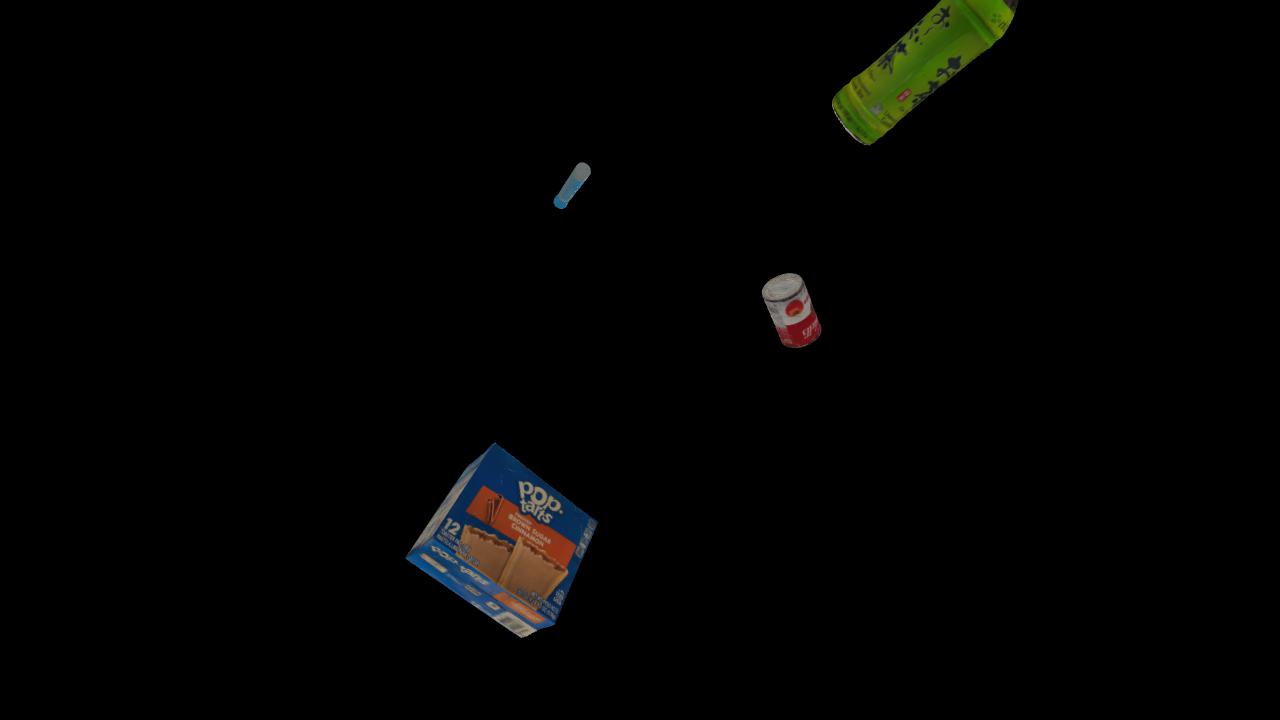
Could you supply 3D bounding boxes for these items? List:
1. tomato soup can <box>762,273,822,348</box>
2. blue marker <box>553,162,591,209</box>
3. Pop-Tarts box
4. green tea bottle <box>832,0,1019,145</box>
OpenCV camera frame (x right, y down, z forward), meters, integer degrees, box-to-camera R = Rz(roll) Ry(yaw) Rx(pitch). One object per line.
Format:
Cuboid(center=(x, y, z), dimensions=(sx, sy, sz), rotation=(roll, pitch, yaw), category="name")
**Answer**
Cuboid(center=(0.238, -0.078, 0.966), dimensions=(0.068, 0.101, 0.068), rotation=(-21, 35, 16), category="tomato soup can")
Cuboid(center=(-0.088, -0.217, 0.774), dimensions=(0.020, 0.020, 0.121), rotation=(0, -5, -21), category="blue marker")
Cuboid(center=(-0.154, 0.209, 0.717), dimensions=(0.083, 0.167, 0.141), rotation=(-37, 18, 39), category="Pop-Tarts box")
Cuboid(center=(0.296, -0.312, 0.615), dimensions=(0.073, 0.073, 0.212), rotation=(0, -30, -44), category="green tea bottle")
